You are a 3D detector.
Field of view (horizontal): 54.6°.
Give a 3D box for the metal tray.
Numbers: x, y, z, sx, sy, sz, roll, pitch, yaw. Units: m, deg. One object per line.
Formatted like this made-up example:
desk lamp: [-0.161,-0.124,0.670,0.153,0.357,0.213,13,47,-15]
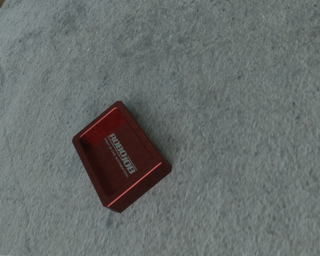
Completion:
metal tray: [-0.055,0.033,0.409,0.090,0.030,0.130,-40,51,1]
